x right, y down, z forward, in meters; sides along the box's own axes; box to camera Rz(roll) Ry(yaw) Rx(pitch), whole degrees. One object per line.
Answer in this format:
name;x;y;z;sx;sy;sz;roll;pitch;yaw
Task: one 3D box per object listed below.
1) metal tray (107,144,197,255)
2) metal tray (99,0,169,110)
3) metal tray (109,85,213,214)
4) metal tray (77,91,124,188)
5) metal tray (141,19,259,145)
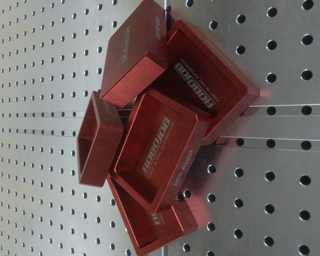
metal tray;-0.017;0.094;0.418;0.090;0.030;0.130;-40;66;32
metal tray;-0.032;-0.097;0.391;0.090;0.030;0.130;-37;37;33
metal tray;-0.005;0.023;0.369;0.090;0.030;0.129;35;111;34
metal tray;-0.089;0.011;0.437;0.089;0.030;0.130;-67;24;18
metal tray;0.041;-0.054;0.370;0.090;0.030;0.130;-51;61;27
